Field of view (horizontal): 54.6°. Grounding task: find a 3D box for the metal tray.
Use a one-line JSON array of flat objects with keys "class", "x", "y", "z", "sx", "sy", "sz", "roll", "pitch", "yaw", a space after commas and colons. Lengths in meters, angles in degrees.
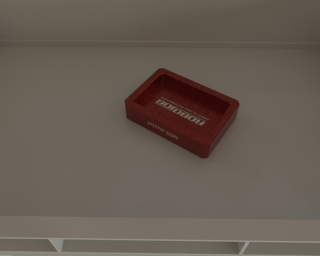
[{"class": "metal tray", "x": 0.029, "y": -0.025, "z": 0.423, "sx": 0.130, "sy": 0.030, "sz": 0.090, "roll": 28, "pitch": 55, "yaw": 21}]
